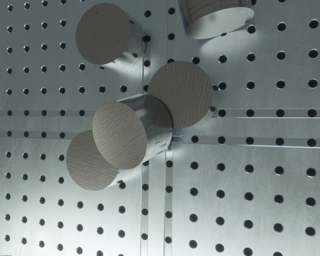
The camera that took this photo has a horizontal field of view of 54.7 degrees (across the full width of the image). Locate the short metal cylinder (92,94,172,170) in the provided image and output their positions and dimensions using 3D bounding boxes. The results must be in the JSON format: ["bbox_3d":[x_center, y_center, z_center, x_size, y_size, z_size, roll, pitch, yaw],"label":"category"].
[{"bbox_3d":[-0.033,0.003,0.367,0.080,0.050,0.079,11,110,32],"label":"short metal cylinder"}]

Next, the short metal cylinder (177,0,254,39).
[{"bbox_3d":[0.063,-0.144,0.361,0.080,0.080,0.050,-14,85,19],"label":"short metal cylinder"}]

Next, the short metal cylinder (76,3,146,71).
[{"bbox_3d":[-0.066,-0.121,0.423,0.080,0.050,0.079,0,90,20],"label":"short metal cylinder"}]

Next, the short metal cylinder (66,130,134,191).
[{"bbox_3d":[-0.080,0.042,0.428,0.080,0.050,0.079,0,90,20],"label":"short metal cylinder"}]

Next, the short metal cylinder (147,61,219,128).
[{"bbox_3d":[0.031,-0.039,0.388,0.080,0.050,0.079,0,90,20],"label":"short metal cylinder"}]
